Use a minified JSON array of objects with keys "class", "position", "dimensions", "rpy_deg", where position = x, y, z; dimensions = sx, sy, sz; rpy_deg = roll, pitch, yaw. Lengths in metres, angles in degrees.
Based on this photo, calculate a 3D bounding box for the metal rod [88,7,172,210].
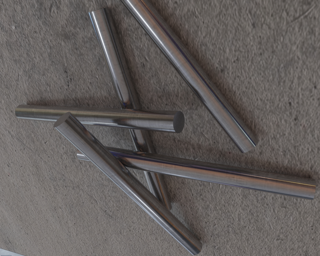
[{"class":"metal rod","position":[-0.033,-0.007,0.419],"dimensions":[0.025,0.025,0.298],"rpy_deg":[-2,118,29]}]

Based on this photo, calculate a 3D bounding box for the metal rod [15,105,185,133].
[{"class":"metal rod","position":[-0.103,-0.016,0.427],"dimensions":[0.300,0.025,0.025],"rpy_deg":[5,121,34]}]

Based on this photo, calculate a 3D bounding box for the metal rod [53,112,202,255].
[{"class":"metal rod","position":[-0.028,0.091,0.426],"dimensions":[0.025,0.025,0.300],"rpy_deg":[-18,126,35]}]

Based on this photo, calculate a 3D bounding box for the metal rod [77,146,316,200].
[{"class":"metal rod","position":[0.033,0.052,0.398],"dimensions":[0.301,0.025,0.025],"rpy_deg":[8,122,15]}]

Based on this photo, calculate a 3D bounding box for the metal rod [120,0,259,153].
[{"class":"metal rod","position":[0.010,-0.093,0.343],"dimensions":[0.025,0.025,0.300],"rpy_deg":[-33,100,38]}]
